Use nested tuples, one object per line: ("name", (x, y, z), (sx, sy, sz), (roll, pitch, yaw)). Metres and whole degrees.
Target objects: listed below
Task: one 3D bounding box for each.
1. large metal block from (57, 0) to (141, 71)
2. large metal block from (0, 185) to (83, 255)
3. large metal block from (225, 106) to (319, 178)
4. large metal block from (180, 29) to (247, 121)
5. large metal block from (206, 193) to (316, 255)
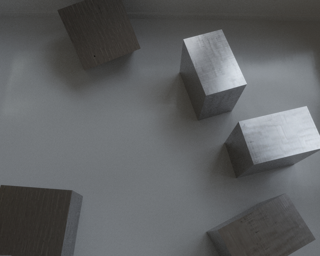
("large metal block", (-0.083, -0.132, 0.424), (0.080, 0.050, 0.080), (-24, 107, -8))
("large metal block", (-0.140, 0.112, 0.354), (0.080, 0.050, 0.080), (4, 70, 1))
("large metal block", (0.132, 0.020, 0.374), (0.081, 0.080, 0.050), (-13, 71, -5))
("large metal block", (0.064, -0.066, 0.405), (0.050, 0.080, 0.080), (-16, 71, -6))
("large metal block", (0.104, 0.117, 0.338), (0.080, 0.080, 0.050), (-25, 72, -9))
